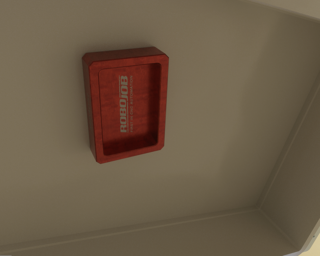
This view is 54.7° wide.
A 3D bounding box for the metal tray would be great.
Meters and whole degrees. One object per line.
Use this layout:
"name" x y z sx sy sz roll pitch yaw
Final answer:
"metal tray" -0.039 -0.026 0.369 0.091 0.030 0.129 -12 124 -23
